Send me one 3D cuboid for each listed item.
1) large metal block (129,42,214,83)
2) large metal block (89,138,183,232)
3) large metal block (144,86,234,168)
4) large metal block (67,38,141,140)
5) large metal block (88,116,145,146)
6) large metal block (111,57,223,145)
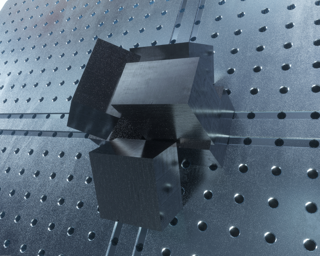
[{"bbox_3d":[0.018,-0.080,0.404,0.080,0.080,0.050,2,101,29],"label":"large metal block"},{"bbox_3d":[-0.025,0.059,0.344,0.080,0.050,0.080,2,107,29],"label":"large metal block"},{"bbox_3d":[0.037,-0.002,0.374,0.080,0.050,0.080,3,63,29],"label":"large metal block"},{"bbox_3d":[-0.067,-0.041,0.359,0.080,0.050,0.080,136,152,-63],"label":"large metal block"},{"bbox_3d":[-0.036,-0.006,0.416,0.080,0.050,0.080,7,65,31],"label":"large metal block"},{"bbox_3d":[0.011,-0.024,0.319,0.080,0.080,0.050,2,63,29],"label":"large metal block"}]
